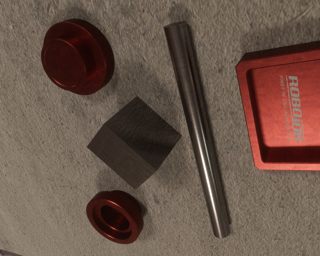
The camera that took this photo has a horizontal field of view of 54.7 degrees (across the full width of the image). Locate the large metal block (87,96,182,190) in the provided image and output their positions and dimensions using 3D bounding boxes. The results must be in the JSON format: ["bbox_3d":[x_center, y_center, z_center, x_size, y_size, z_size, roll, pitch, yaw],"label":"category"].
[{"bbox_3d":[-0.030,0.017,0.396,0.080,0.080,0.050,42,129,-1],"label":"large metal block"}]

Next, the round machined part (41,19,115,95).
[{"bbox_3d":[-0.112,-0.087,0.399,0.098,0.042,0.097,13,124,20],"label":"round machined part"}]

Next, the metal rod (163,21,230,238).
[{"bbox_3d":[0.053,0.020,0.390,0.025,0.025,0.298,-2,118,29],"label":"metal rod"}]

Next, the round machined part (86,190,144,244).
[{"bbox_3d":[-0.071,0.144,0.520,0.098,0.042,0.097,13,124,20],"label":"round machined part"}]

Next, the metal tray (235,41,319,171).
[{"bbox_3d":[0.137,-0.018,0.320,0.090,0.030,0.129,-4,117,29],"label":"metal tray"}]
